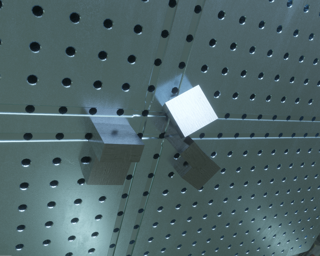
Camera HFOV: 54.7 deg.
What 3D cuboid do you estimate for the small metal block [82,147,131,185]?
[{"bbox_3d":[-0.068,0.047,0.404,0.050,0.025,0.050,7,115,-32],"label":"small metal block"}]

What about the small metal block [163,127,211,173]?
[{"bbox_3d":[0.038,0.028,0.435,0.025,0.050,0.050,-42,130,0],"label":"small metal block"}]

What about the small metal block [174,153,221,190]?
[{"bbox_3d":[0.059,0.063,0.485,0.050,0.025,0.050,-46,130,3],"label":"small metal block"}]

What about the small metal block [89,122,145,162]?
[{"bbox_3d":[-0.054,0.017,0.378,0.050,0.050,0.025,4,117,-31],"label":"small metal block"}]

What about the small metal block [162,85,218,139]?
[{"bbox_3d":[0.039,-0.021,0.404,0.050,0.025,0.050,-29,88,-10],"label":"small metal block"}]
